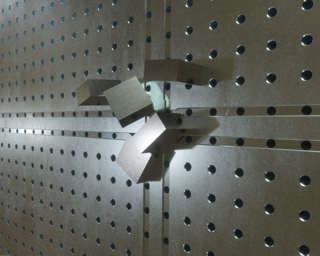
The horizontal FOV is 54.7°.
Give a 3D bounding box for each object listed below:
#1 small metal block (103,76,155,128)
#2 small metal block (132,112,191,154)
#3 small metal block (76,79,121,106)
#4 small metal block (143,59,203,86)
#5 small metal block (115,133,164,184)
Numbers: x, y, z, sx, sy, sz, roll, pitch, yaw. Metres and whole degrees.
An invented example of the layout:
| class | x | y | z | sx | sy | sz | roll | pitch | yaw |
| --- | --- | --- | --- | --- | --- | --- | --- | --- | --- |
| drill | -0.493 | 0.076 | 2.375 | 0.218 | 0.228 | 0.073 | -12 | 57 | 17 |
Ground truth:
| class | x | y | z | sx | sy | sz | roll | pitch | yaw |
| --- | --- | --- | --- | --- | --- | --- | --- | --- | --- |
| small metal block | -0.042 | -0.036 | 0.425 | 0.050 | 0.025 | 0.050 | -28 | 67 | -9 |
| small metal block | 0.002 | 0.006 | 0.390 | 0.050 | 0.050 | 0.025 | -45 | 63 | 30 |
| small metal block | -0.090 | -0.052 | 0.457 | 0.050 | 0.050 | 0.025 | -20 | 77 | 53 |
| small metal block | 0.016 | -0.067 | 0.378 | 0.050 | 0.050 | 0.025 | 9 | 96 | 39 |
| small metal block | -0.030 | 0.041 | 0.432 | 0.050 | 0.025 | 0.050 | 40 | 114 | 32 |
